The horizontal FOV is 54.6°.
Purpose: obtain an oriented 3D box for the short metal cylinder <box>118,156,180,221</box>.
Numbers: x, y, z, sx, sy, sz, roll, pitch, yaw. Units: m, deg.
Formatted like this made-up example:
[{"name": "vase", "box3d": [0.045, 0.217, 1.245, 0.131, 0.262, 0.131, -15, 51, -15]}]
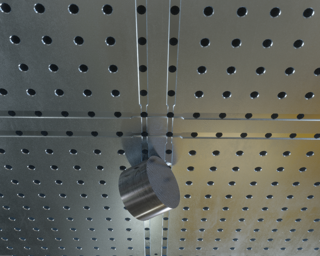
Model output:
[{"name": "short metal cylinder", "box3d": [-0.014, 0.087, 0.449, 0.050, 0.080, 0.080, -30, 124, 22]}]
